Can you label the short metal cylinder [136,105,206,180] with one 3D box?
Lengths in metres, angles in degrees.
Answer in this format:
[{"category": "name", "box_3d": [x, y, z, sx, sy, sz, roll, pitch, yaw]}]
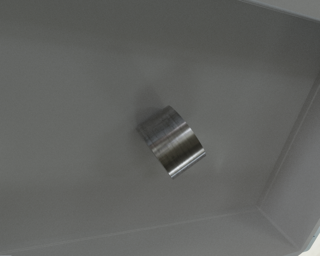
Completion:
[{"category": "short metal cylinder", "box_3d": [0.013, 0.018, 0.390, 0.050, 0.080, 0.080, -36, 130, -5]}]
